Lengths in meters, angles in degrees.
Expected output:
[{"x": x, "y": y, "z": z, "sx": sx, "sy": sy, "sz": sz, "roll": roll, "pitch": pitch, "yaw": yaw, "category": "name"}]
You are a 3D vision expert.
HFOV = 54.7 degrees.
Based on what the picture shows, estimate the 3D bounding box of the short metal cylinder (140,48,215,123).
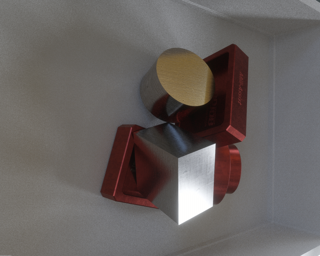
[{"x": 0.021, "y": -0.053, "z": 0.389, "sx": 0.081, "sy": 0.050, "sz": 0.080, "roll": 12, "pitch": 63, "yaw": -23, "category": "short metal cylinder"}]

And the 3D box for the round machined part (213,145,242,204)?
[{"x": 0.077, "y": 0.054, "z": 0.419, "sx": 0.042, "sy": 0.098, "sz": 0.097, "roll": 5, "pitch": 86, "yaw": -10, "category": "round machined part"}]

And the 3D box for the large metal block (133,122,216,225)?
[{"x": 0.015, "y": 0.047, "z": 0.353, "sx": 0.050, "sy": 0.080, "sz": 0.079, "roll": -18, "pitch": 117, "yaw": -33, "category": "large metal block"}]

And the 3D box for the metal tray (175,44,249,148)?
[{"x": 0.065, "y": -0.036, "z": 0.399, "sx": 0.030, "sy": 0.090, "sz": 0.130, "roll": 32, "pitch": 54, "yaw": -33, "category": "metal tray"}]

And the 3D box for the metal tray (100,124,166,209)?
[{"x": -0.004, "y": 0.056, "z": 0.399, "sx": 0.131, "sy": 0.030, "sz": 0.090, "roll": 22, "pitch": 76, "yaw": -38, "category": "metal tray"}]
